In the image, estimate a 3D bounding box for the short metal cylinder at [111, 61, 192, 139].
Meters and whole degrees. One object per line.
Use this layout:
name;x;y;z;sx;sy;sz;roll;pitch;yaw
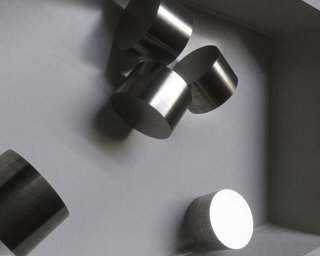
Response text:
short metal cylinder;-0.010;-0.031;0.362;0.080;0.080;0.050;48;61;-29

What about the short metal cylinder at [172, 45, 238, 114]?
short metal cylinder;0.057;-0.065;0.418;0.050;0.080;0.080;47;62;-30

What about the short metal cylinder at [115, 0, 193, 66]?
short metal cylinder;-0.008;-0.117;0.364;0.050;0.080;0.080;23;76;-38

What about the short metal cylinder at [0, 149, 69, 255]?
short metal cylinder;-0.125;0.065;0.266;0.050;0.080;0.080;-43;116;-31

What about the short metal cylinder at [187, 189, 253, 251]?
short metal cylinder;0.086;0.133;0.446;0.081;0.050;0.080;15;61;-29
